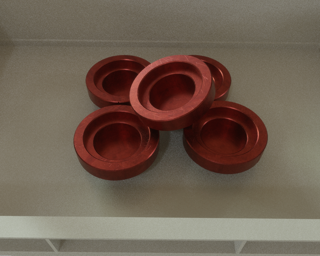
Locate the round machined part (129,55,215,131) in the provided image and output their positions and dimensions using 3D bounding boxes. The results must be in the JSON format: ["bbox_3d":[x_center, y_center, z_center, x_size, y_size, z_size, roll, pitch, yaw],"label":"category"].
[{"bbox_3d":[0.017,-0.037,0.368,0.098,0.042,0.098,-10,54,15],"label":"round machined part"}]

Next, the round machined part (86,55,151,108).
[{"bbox_3d":[-0.052,-0.057,0.439,0.099,0.042,0.098,0,50,0],"label":"round machined part"}]

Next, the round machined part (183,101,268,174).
[{"bbox_3d":[0.077,0.015,0.380,0.099,0.042,0.098,0,50,0],"label":"round machined part"}]

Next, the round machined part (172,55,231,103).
[{"bbox_3d":[0.048,-0.057,0.441,0.099,0.042,0.098,0,50,0],"label":"round machined part"}]

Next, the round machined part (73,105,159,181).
[{"bbox_3d":[-0.050,0.021,0.373,0.099,0.042,0.098,0,50,0],"label":"round machined part"}]
